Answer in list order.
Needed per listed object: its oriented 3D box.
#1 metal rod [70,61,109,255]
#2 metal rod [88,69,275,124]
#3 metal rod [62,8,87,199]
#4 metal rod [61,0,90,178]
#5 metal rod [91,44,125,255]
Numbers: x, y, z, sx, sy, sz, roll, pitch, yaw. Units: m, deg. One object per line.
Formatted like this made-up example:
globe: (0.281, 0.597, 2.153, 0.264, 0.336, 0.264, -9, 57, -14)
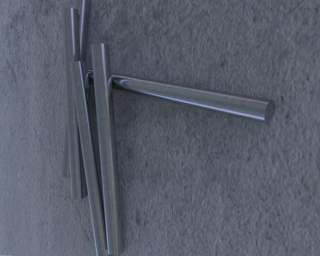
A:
metal rod: (-0.103, 0.050, 0.469, 0.025, 0.025, 0.298, -7, 91, 39)
metal rod: (-0.002, -0.050, 0.405, 0.300, 0.025, 0.025, 16, 101, 38)
metal rod: (-0.136, -0.034, 0.495, 0.025, 0.025, 0.298, 4, 99, 39)
metal rod: (-0.141, -0.066, 0.518, 0.025, 0.025, 0.298, 9, 96, 39)
metal rod: (-0.074, 0.033, 0.443, 0.025, 0.025, 0.298, 1, 97, 39)
